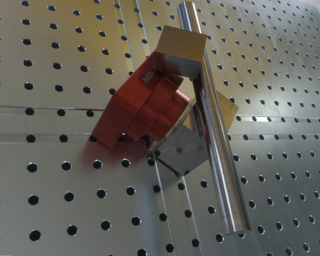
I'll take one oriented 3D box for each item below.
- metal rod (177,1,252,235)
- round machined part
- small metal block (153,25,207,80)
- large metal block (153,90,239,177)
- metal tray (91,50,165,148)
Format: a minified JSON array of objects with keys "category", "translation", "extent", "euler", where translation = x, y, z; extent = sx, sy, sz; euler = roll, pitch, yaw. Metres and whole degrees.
[{"category":"metal rod","translation":[0.054,-0.034,0.357],"extent":[0.025,0.025,0.299],"euler":[7,59,-25]},{"category":"round machined part","translation":[0.000,-0.022,0.381],"extent":[0.042,0.097,0.098],"euler":[37,51,-5]},{"category":"small metal block","translation":[0.023,-0.086,0.349],"extent":[0.050,0.025,0.050],"euler":[14,52,2]},{"category":"large metal block","translation":[0.045,0.004,0.393],"extent":[0.050,0.080,0.080],"euler":[37,51,-4]},{"category":"metal tray","translation":[-0.025,-0.044,0.381],"extent":[0.030,0.090,0.130],"euler":[37,51,-4]}]
